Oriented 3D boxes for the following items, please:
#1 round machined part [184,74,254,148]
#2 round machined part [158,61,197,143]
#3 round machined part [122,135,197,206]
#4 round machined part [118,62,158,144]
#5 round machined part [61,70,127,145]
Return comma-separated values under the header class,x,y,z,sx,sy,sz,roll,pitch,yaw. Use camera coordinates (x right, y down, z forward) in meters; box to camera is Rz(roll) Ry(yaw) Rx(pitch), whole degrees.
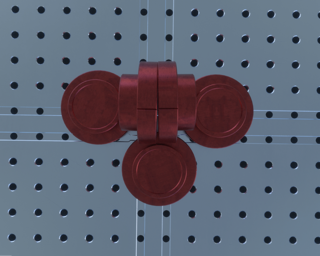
class,x,y,z,sx,sy,sz,roll,pitch,yaw
round machined part,0.074,-0.022,0.405,0.099,0.042,0.097,0,90,-1
round machined part,0.019,-0.031,0.372,0.042,0.098,0.097,-1,90,0
round machined part,-0.001,0.054,0.405,0.099,0.042,0.097,0,90,-1
round machined part,-0.025,-0.030,0.370,0.042,0.098,0.097,1,90,0
round machined part,-0.080,-0.027,0.404,0.099,0.042,0.097,0,90,-1
